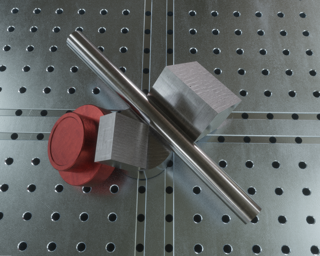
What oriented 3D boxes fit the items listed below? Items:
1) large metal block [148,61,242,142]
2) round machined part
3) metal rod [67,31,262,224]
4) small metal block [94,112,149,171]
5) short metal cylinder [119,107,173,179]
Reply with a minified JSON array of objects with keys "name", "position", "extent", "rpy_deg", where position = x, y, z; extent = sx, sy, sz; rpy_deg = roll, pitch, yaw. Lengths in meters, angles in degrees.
[{"name":"large metal block","position":[0.043,-0.035,0.385],"extent":[0.080,0.050,0.080],"rpy_deg":[44,33,14]},{"name":"round machined part","position":[-0.094,0.019,0.364],"extent":[0.098,0.042,0.098],"rpy_deg":[-12,70,36]},{"name":"metal rod","position":[-0.006,-0.011,0.359],"extent":[0.025,0.025,0.300],"rpy_deg":[-42,75,-14]},{"name":"small metal block","position":[-0.040,0.016,0.333],"extent":[0.025,0.050,0.050],"rpy_deg":[-13,65,38]},{"name":"short metal cylinder","position":[-0.024,0.020,0.387],"extent":[0.081,0.050,0.080],"rpy_deg":[0,70,0]}]
